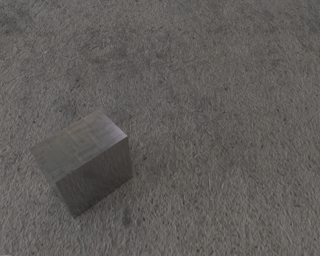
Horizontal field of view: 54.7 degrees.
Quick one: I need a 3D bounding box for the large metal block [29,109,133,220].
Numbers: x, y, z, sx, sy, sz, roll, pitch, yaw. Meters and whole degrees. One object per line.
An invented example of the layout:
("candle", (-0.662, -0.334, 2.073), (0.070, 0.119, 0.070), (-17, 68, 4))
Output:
("large metal block", (-0.079, 0.039, 0.334), (0.080, 0.080, 0.050), (-34, 58, -25))
